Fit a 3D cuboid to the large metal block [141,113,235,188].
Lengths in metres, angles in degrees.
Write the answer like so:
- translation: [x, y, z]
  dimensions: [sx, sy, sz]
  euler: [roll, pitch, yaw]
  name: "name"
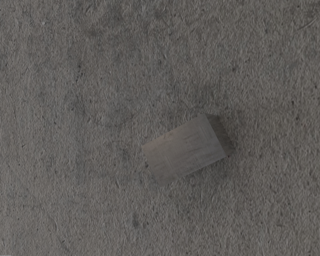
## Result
- translation: [0.037, 0.024, 0.367]
  dimensions: [0.080, 0.080, 0.050]
  euler: [-28, 81, 18]
  name: "large metal block"
